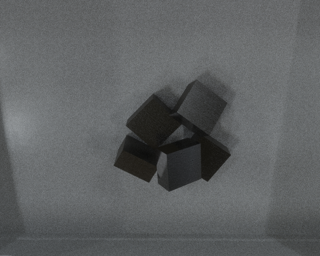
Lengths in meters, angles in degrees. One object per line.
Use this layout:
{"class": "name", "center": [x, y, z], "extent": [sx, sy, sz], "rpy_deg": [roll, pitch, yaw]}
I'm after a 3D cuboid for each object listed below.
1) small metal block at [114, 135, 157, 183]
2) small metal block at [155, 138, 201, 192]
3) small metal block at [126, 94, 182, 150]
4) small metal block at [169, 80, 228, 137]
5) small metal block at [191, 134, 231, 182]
{"class": "small metal block", "center": [-0.030, 0.040, 0.410], "extent": [0.050, 0.050, 0.025], "rpy_deg": [28, 108, -10]}
{"class": "small metal block", "center": [0.024, 0.045, 0.388], "extent": [0.050, 0.025, 0.050], "rpy_deg": [-16, 113, -29]}
{"class": "small metal block", "center": [-0.008, -0.008, 0.406], "extent": [0.050, 0.025, 0.050], "rpy_deg": [42, 104, -14]}
{"class": "small metal block", "center": [0.049, -0.024, 0.390], "extent": [0.050, 0.025, 0.050], "rpy_deg": [35, 73, -13]}
{"class": "small metal block", "center": [0.059, 0.037, 0.424], "extent": [0.050, 0.025, 0.050], "rpy_deg": [34, 106, -12]}
